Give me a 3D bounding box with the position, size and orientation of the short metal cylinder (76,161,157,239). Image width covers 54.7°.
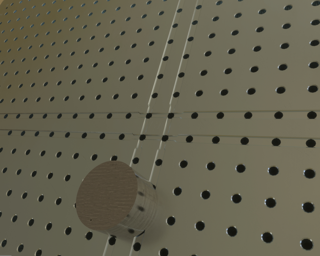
[{"bbox_3d":[-0.050,0.085,0.365,0.080,0.050,0.080,-13,56,21],"label":"short metal cylinder"}]
